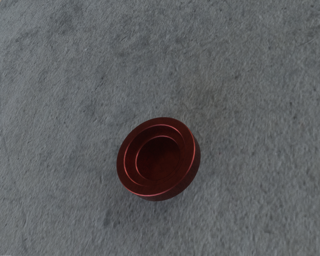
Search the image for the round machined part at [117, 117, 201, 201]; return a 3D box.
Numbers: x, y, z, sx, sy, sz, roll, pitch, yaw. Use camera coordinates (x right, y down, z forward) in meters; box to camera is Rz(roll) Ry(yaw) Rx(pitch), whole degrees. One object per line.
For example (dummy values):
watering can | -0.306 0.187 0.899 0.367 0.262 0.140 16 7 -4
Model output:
round machined part | 0.002 0.039 0.367 0.098 0.042 0.098 -13 56 20
